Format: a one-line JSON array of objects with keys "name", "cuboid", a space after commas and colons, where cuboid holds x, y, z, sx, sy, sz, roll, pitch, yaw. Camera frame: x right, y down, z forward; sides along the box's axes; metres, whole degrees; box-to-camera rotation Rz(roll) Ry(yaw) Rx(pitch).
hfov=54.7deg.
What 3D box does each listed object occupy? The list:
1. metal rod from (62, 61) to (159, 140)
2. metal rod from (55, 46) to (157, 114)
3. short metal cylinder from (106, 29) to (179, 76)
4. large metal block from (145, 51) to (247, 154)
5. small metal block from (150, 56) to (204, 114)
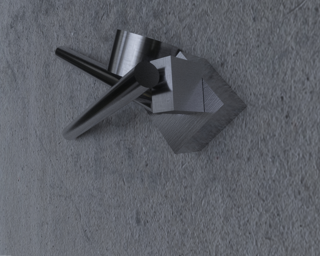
[{"name": "metal rod", "cuboid": [-0.083, -0.019, 0.403, 0.299, 0.025, 0.025, -22, 76, 59]}, {"name": "metal rod", "cuboid": [-0.086, -0.079, 0.438, 0.300, 0.025, 0.025, 32, 110, 47]}, {"name": "short metal cylinder", "cuboid": [-0.022, -0.088, 0.389, 0.080, 0.081, 0.050, 26, 107, 36]}, {"name": "large metal block", "cuboid": [0.036, -0.028, 0.357, 0.080, 0.050, 0.080, -49, 61, 30]}, {"name": "small metal block", "cuboid": [0.018, -0.040, 0.305, 0.025, 0.050, 0.050, -5, 87, 40]}]
